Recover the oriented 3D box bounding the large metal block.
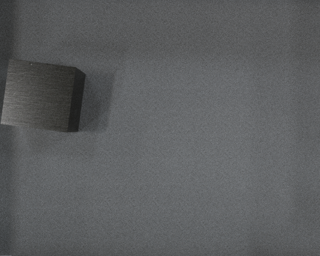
[{"bbox_3d":[-0.147,-0.039,0.398,0.080,0.050,0.080,7,90,0],"label":"large metal block"}]
